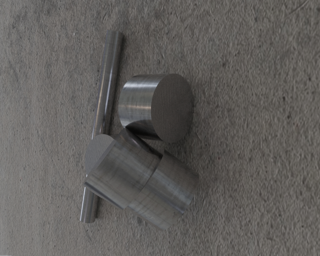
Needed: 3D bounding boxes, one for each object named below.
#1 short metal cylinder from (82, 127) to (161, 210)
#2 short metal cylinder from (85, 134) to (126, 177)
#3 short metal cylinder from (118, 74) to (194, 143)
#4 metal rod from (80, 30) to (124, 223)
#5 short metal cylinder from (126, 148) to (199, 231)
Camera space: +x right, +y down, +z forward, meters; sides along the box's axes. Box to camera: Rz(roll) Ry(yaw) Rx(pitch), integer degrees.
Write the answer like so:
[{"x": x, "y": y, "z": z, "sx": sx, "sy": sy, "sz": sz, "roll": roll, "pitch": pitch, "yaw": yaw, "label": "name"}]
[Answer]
[{"x": -0.044, "y": 0.046, "z": 0.354, "sx": 0.050, "sy": 0.080, "sz": 0.080, "roll": 37, "pitch": 119, "yaw": -8, "label": "short metal cylinder"}, {"x": -0.061, "y": 0.048, "z": 0.439, "sx": 0.080, "sy": 0.050, "sz": 0.080, "roll": 0, "pitch": 90, "yaw": 40, "label": "short metal cylinder"}, {"x": -0.003, "y": -0.025, "z": 0.372, "sx": 0.050, "sy": 0.081, "sz": 0.079, "roll": 7, "pitch": 94, "yaw": 40, "label": "short metal cylinder"}, {"x": -0.092, "y": 0.003, "z": 0.480, "sx": 0.025, "sy": 0.025, "sz": 0.298, "roll": 16, "pitch": 100, "yaw": 39, "label": "metal rod"}, {"x": 0.000, "y": 0.070, "z": 0.360, "sx": 0.050, "sy": 0.080, "sz": 0.080, "roll": 37, "pitch": 119, "yaw": -8, "label": "short metal cylinder"}]
